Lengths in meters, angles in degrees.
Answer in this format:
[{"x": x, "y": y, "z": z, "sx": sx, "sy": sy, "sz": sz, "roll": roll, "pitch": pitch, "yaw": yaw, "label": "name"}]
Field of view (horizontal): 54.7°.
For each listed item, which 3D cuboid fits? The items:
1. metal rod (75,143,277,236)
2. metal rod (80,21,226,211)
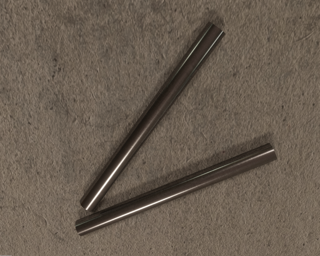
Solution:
[{"x": 0.017, "y": 0.091, "z": 0.443, "sx": 0.301, "sy": 0.025, "sz": 0.025, "roll": -23, "pitch": 109, "yaw": 8, "label": "metal rod"}, {"x": -0.019, "y": -0.004, "z": 0.408, "sx": 0.025, "sy": 0.025, "sz": 0.299, "roll": 34, "pitch": 106, "yaw": -12, "label": "metal rod"}]
